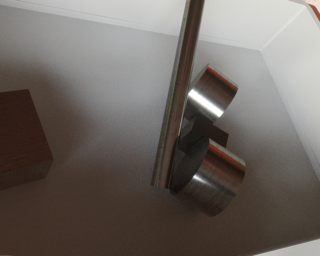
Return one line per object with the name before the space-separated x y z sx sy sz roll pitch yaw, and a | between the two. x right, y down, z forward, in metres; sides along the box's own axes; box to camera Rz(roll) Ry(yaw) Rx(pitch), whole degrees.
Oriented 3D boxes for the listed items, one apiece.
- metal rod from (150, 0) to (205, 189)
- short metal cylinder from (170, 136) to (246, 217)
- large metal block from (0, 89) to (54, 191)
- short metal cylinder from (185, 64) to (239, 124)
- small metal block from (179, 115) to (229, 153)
metal rod | 0.029 -0.074 0.394 0.025 0.025 0.299 15 79 -21
short metal cylinder | 0.055 0.057 0.367 0.050 0.080 0.080 33 51 -7
large metal block | -0.158 0.015 0.296 0.081 0.050 0.080 -14 69 -34
short metal cylinder | 0.063 -0.043 0.433 0.050 0.080 0.080 36 51 -5
small metal block | 0.054 0.016 0.410 0.050 0.050 0.025 30 52 -10
